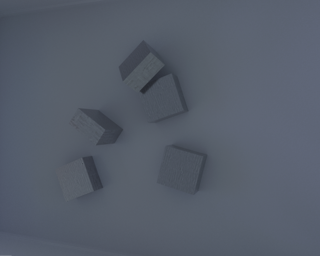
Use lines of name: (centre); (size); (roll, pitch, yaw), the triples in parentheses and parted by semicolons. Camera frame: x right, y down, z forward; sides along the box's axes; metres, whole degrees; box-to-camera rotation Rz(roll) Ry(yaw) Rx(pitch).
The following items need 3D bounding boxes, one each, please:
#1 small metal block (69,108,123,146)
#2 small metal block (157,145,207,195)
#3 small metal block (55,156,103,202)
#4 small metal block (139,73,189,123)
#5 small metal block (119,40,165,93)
small metal block: (-0.087, -0.002, 0.428); (0.050, 0.050, 0.025); (37, 102, 16)
small metal block: (0.029, 0.053, 0.400); (0.050, 0.025, 0.050); (15, 95, 19)
small metal block: (-0.118, 0.074, 0.452); (0.050, 0.025, 0.050); (-23, 82, 18)
small metal block: (0.004, -0.038, 0.409); (0.050, 0.025, 0.050); (-19, 84, 19)
small metal block: (-0.025, -0.081, 0.405); (0.050, 0.025, 0.050); (-44, 32, 14)
